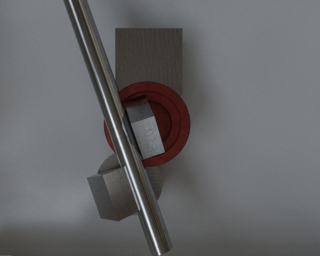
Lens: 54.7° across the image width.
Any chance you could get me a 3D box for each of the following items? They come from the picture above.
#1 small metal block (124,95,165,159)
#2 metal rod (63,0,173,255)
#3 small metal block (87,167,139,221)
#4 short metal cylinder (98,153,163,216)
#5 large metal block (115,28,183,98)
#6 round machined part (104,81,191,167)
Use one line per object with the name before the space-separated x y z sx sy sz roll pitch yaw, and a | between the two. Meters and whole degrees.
small metal block | -0.018 -0.002 0.349 0.025 0.050 0.050 -19 125 -4
metal rod | -0.047 -0.007 0.340 0.025 0.025 0.298 -19 90 0
small metal block | -0.054 0.073 0.345 0.025 0.050 0.050 -19 90 -34
short metal cylinder | -0.037 0.066 0.398 0.081 0.050 0.079 0 90 -1
large metal block | -0.013 -0.080 0.396 0.081 0.050 0.079 0 90 -1
round machined part | -0.014 -0.005 0.372 0.099 0.042 0.097 0 90 -1
